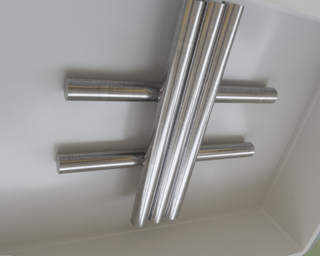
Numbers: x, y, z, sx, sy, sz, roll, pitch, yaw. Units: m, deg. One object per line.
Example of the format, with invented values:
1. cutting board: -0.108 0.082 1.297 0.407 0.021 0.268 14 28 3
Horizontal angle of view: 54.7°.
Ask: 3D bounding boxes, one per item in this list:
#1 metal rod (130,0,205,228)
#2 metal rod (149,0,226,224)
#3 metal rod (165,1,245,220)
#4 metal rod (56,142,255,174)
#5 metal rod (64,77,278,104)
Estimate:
1. metal rod: 0.002 0.001 0.375 0.025 0.025 0.298 -1 119 -28
2. metal rod: 0.025 -0.001 0.386 0.025 0.025 0.298 -1 119 -28
3. metal rod: 0.047 -0.003 0.397 0.025 0.025 0.298 -1 119 -28
4. metal rod: 0.013 0.039 0.438 0.303 0.025 0.025 -2 119 -28
5. metal rod: 0.034 -0.045 0.398 0.303 0.025 0.025 -2 119 -28
